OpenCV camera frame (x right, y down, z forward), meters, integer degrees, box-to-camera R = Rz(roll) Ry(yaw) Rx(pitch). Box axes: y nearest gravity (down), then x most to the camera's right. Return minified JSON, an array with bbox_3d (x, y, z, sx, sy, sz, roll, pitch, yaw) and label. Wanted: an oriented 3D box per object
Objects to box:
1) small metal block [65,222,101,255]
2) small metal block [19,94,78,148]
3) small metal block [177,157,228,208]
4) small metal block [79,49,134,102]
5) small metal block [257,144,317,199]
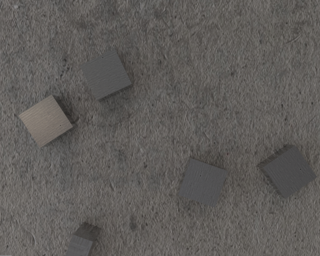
[{"bbox_3d":[-0.101,0.155,0.397,0.025,0.050,0.050,21,90,0],"label":"small metal block"},{"bbox_3d":[-0.146,-0.009,0.409,0.050,0.025,0.050,-33,90,0],"label":"small metal block"},{"bbox_3d":[0.055,0.071,0.410,0.050,0.025,0.050,19,90,0],"label":"small metal block"},{"bbox_3d":[-0.070,-0.068,0.409,0.050,0.025,0.050,-26,90,0],"label":"small metal block"},{"bbox_3d":[0.168,0.057,0.411,0.050,0.025,0.050,-35,90,0],"label":"small metal block"}]
